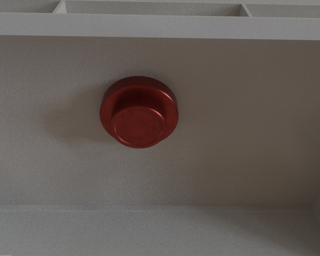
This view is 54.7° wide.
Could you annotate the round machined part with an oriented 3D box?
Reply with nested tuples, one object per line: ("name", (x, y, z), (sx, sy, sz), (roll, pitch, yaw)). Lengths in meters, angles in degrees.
("round machined part", (-0.026, -0.012, 0.387), (0.099, 0.042, 0.097), (-1, 130, 0))
